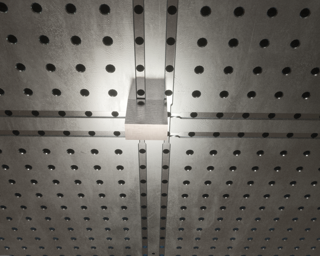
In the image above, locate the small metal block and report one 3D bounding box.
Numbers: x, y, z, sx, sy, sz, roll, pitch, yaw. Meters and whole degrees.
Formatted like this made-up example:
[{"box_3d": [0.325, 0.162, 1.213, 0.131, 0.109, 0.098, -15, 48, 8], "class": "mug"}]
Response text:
[{"box_3d": [-0.016, -0.011, 0.386, 0.050, 0.050, 0.025, 1, 130, -1], "class": "small metal block"}]
